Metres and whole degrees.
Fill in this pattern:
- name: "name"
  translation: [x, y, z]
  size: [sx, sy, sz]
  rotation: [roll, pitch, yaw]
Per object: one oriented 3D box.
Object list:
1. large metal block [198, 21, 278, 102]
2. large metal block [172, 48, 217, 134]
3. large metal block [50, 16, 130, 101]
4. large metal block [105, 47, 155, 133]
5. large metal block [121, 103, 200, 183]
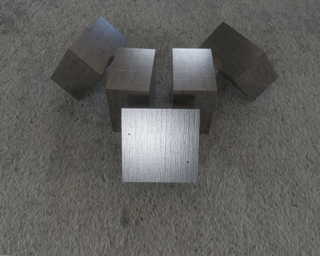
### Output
- name: "large metal block"
  translation: [0.111, -0.092, 0.440]
  size: [0.050, 0.080, 0.080]
  rotation: [-46, 56, 11]
- name: "large metal block"
  translation: [0.041, -0.048, 0.410]
  size: [0.050, 0.080, 0.080]
  rotation: [1, 50, 0]
- name: "large metal block"
  translation: [-0.099, -0.096, 0.437]
  size: [0.050, 0.080, 0.080]
  rotation: [40, 52, -15]
- name: "large metal block"
  translation: [-0.034, -0.048, 0.409]
  size: [0.050, 0.080, 0.080]
  rotation: [4, 50, 3]
- name: "large metal block"
  translation: [0.001, 0.014, 0.349]
  size: [0.081, 0.079, 0.050]
  rotation: [1, 11, 0]
